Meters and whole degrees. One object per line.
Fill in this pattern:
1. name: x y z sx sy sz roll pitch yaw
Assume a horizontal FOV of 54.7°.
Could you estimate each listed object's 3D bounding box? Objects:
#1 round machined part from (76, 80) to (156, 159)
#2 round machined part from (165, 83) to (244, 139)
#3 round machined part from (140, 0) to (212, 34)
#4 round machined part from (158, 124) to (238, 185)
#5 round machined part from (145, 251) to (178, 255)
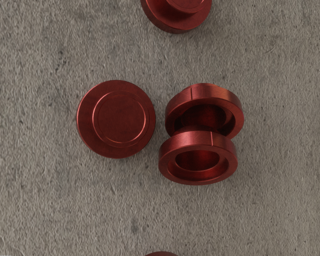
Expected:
1. round machined part: -0.051 -0.011 0.381 0.099 0.042 0.097 0 90 -20
2. round machined part: 0.056 -0.020 0.401 0.099 0.097 0.042 17 48 -19
3. round machined part: 0.026 -0.179 0.409 0.099 0.042 0.097 0 90 -20
4. round machined part: 0.048 0.032 0.398 0.099 0.097 0.042 18 49 -19
5. round machined part: -0.004 0.207 0.399 0.099 0.042 0.097 0 90 -20
